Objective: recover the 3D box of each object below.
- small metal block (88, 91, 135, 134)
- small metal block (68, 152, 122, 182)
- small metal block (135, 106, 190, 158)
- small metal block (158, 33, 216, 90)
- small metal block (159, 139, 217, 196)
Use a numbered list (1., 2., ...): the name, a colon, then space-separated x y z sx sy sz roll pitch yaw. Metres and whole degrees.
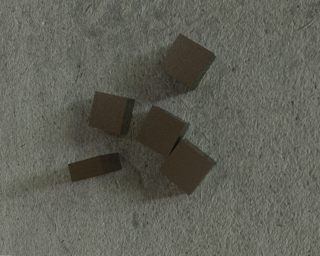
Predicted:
1. small metal block: -0.067 -0.021 0.433 0.050 0.025 0.050 14 95 19
2. small metal block: -0.088 0.054 0.427 0.050 0.050 0.025 -16 85 19
3. small metal block: 0.004 0.005 0.408 0.050 0.025 0.050 29 100 17
4. small metal block: 0.035 -0.084 0.396 0.050 0.025 0.050 36 101 16
5. small metal block: 0.036 0.049 0.396 0.050 0.025 0.050 39 102 15
